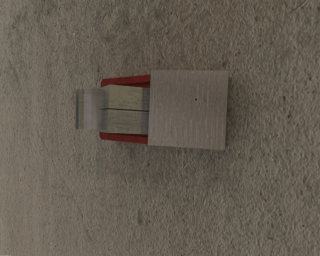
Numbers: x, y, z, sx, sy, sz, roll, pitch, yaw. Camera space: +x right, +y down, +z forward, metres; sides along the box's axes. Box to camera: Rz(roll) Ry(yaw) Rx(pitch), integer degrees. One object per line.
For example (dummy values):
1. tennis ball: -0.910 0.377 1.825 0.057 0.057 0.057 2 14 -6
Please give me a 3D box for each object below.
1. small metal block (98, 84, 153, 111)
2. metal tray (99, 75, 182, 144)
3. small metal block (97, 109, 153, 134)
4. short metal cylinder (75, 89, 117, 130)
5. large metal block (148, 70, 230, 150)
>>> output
1. small metal block: -0.040 -0.033 0.355 0.050 0.050 0.025 -176 88 -66
2. metal tray: -0.029 -0.025 0.427 0.130 0.030 0.089 3 92 40
3. small metal block: -0.041 -0.007 0.355 0.050 0.050 0.025 -176 88 -66
4. short metal cylinder: -0.071 -0.023 0.413 0.080 0.081 0.050 2 91 40
5. large metal block: 0.034 -0.020 0.343 0.080 0.050 0.079 3 92 14
